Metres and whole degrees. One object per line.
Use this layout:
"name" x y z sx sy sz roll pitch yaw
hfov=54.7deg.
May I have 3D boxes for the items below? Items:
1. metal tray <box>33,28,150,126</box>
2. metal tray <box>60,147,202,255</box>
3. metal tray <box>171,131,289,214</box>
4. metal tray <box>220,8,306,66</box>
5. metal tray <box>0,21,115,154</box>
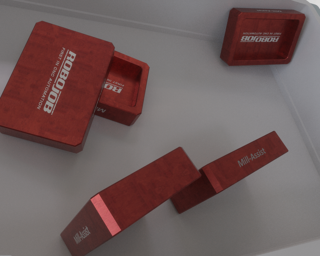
"metal tray" -0.083 -0.065 0.396 0.131 0.030 0.090 19 54 -17
"metal tray" -0.031 0.071 0.278 0.091 0.129 0.030 -26 76 -37
"metal tray" 0.082 0.053 0.375 0.131 0.090 0.030 -20 72 -35
"metal tray" 0.176 -0.156 0.535 0.131 0.089 0.030 -5 35 -18
"metal tray" -0.111 -0.046 0.341 0.091 0.030 0.130 16 68 -6
